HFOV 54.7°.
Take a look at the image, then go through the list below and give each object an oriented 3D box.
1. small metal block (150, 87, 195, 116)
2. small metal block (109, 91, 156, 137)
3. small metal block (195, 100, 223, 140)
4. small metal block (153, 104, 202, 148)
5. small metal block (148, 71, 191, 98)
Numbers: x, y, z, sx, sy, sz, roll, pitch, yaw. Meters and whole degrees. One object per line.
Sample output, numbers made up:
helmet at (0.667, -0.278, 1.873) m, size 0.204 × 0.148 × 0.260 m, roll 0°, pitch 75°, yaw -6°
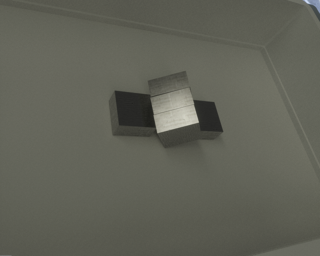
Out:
small metal block at (0.019, -0.023, 0.401) m, size 0.050 × 0.050 × 0.025 m, roll -15°, pitch 64°, yaw 5°
small metal block at (-0.035, -0.018, 0.397) m, size 0.050 × 0.025 × 0.050 m, roll 4°, pitch 60°, yaw -27°
small metal block at (0.057, -0.012, 0.444) m, size 0.050 × 0.025 × 0.050 m, roll 3°, pitch 60°, yaw -27°
small metal block at (0.024, -0.001, 0.389) m, size 0.050 × 0.050 × 0.025 m, roll -15°, pitch 64°, yaw 5°
small metal block at (0.016, -0.046, 0.412) m, size 0.050 × 0.050 × 0.025 m, roll -14°, pitch 63°, yaw 5°
